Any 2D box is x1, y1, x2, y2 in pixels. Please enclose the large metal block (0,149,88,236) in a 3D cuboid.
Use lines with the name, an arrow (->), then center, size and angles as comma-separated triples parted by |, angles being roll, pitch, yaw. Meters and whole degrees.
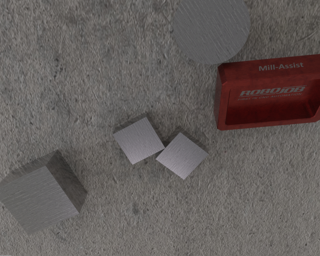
large metal block -> -0.161, 0.088, 0.427 | 0.080, 0.050, 0.080 | -25, 108, 9

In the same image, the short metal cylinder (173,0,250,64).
short metal cylinder -> 0.056, -0.114, 0.351 | 0.080, 0.050, 0.079 | 1, 106, 3

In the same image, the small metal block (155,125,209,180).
small metal block -> 0.029, 0.034, 0.422 | 0.050, 0.025, 0.050 | 38, 106, -13

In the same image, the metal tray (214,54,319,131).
metal tray -> 0.134, -0.040, 0.370 | 0.131, 0.030, 0.090 | -5, 143, 1

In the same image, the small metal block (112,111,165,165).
small metal block -> -0.027, 0.013, 0.414 | 0.050, 0.025, 0.050 | -28, 108, 9
